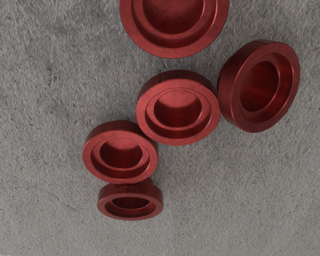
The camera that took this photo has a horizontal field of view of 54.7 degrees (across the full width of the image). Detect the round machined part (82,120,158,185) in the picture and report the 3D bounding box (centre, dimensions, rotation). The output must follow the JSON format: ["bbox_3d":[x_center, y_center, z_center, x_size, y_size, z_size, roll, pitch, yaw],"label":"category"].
[{"bbox_3d":[-0.051,0.028,0.418,0.099,0.042,0.097,0,128,0],"label":"round machined part"}]

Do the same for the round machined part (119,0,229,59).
[{"bbox_3d":[0.013,-0.120,0.294,0.099,0.042,0.097,0,130,0],"label":"round machined part"}]

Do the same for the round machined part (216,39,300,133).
[{"bbox_3d":[0.101,-0.047,0.338,0.099,0.042,0.097,-13,118,-26],"label":"round machined part"}]

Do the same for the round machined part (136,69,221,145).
[{"bbox_3d":[0.021,-0.028,0.372,0.099,0.042,0.097,0,130,0],"label":"round machined part"}]

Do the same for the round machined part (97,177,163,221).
[{"bbox_3d":[-0.044,0.103,0.476,0.099,0.042,0.097,-1,141,-1],"label":"round machined part"}]
